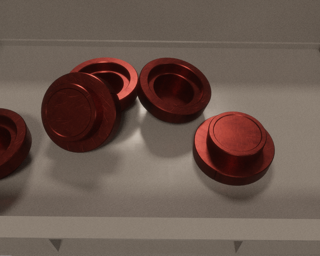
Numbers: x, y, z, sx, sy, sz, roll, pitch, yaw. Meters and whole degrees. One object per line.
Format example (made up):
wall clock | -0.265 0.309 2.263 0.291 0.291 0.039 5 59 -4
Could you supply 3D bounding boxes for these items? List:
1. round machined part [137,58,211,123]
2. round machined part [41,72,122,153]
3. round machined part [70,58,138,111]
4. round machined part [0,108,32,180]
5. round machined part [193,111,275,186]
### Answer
round machined part | 0.016 -0.046 0.423 0.099 0.042 0.098 8 55 -11
round machined part | -0.100 -0.019 0.372 0.098 0.042 0.097 1 93 12
round machined part | -0.079 -0.053 0.438 0.099 0.042 0.098 0 50 0
round machined part | -0.204 0.025 0.370 0.099 0.042 0.098 0 50 0
round machined part | 0.091 0.018 0.380 0.099 0.042 0.098 0 50 0
